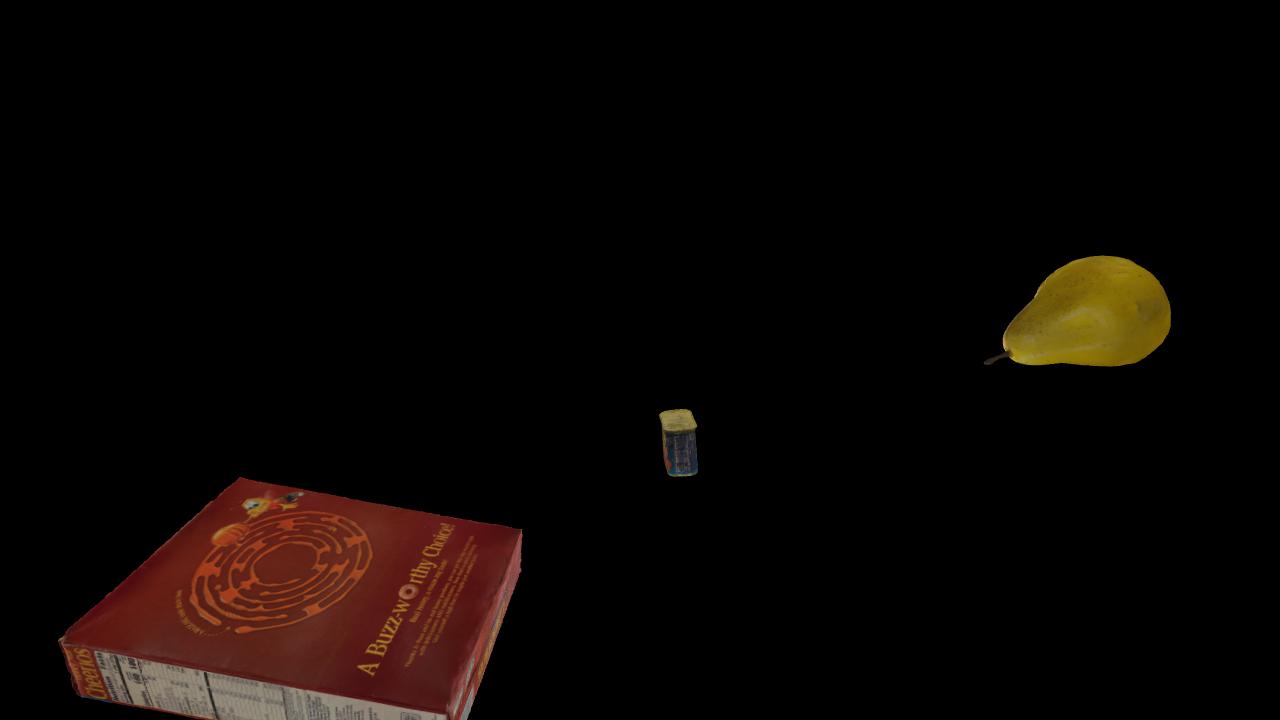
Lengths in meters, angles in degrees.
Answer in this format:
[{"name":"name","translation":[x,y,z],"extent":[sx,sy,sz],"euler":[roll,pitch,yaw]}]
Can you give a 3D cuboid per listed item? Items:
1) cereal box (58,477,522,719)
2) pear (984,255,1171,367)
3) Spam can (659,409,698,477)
[{"name":"cereal box","translation":[-0.281,0.218,0.554],"extent":[0.306,0.081,0.203],"euler":[9,26,1]},{"name":"pear","translation":[0.293,-0.022,0.426],"extent":[0.111,0.080,0.080],"euler":[-24,-9,21]},{"name":"Spam can","translation":[0.067,0.141,1.052],"extent":[0.058,0.085,0.101],"euler":[-5,15,-2]}]
